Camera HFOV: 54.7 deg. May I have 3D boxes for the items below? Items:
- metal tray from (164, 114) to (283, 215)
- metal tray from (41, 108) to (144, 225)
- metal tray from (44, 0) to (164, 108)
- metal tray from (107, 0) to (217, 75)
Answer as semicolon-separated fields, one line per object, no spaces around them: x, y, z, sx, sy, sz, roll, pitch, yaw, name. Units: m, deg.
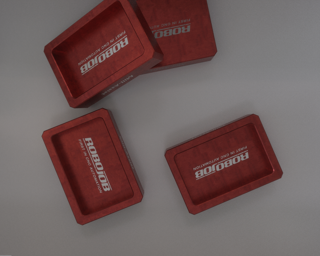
0.082;0.046;0.409;0.131;0.030;0.090;-23;90;0;metal tray
-0.086;0.049;0.408;0.090;0.030;0.129;-22;90;0;metal tray
-0.072;-0.092;0.381;0.130;0.030;0.090;-29;84;21;metal tray
0.001;-0.124;0.409;0.131;0.030;0.089;-12;90;0;metal tray
